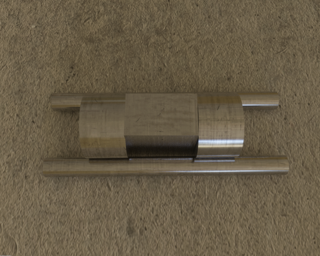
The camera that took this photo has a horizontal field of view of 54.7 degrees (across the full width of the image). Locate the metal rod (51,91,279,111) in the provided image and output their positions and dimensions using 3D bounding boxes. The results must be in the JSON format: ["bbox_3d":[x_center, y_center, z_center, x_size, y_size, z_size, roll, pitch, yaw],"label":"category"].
[{"bbox_3d":[0.007,-0.036,0.423,0.302,0.025,0.025,0,70,-1],"label":"metal rod"}]

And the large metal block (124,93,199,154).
[{"bbox_3d":[0.002,-0.002,0.378,0.081,0.080,0.050,0,70,0],"label":"large metal block"}]

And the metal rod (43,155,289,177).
[{"bbox_3d":[0.008,0.048,0.392,0.302,0.025,0.025,0,70,-1],"label":"metal rod"}]

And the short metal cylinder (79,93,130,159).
[{"bbox_3d":[-0.064,-0.003,0.380,0.050,0.080,0.080,-1,70,0],"label":"short metal cylinder"}]

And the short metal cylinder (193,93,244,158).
[{"bbox_3d":[0.068,-0.003,0.381,0.050,0.080,0.080,-1,70,0],"label":"short metal cylinder"}]
